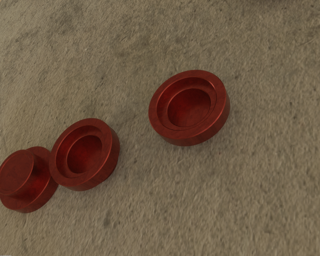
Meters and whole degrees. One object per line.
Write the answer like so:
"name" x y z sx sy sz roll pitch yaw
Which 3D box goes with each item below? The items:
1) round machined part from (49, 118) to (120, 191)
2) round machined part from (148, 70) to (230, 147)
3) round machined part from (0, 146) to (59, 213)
"round machined part" -0.096 0.039 0.418 0.098 0.042 0.098 -13 56 20
"round machined part" 0.039 -0.021 0.385 0.098 0.042 0.098 -13 56 20
"round machined part" -0.197 0.070 0.451 0.098 0.042 0.098 -13 56 20
